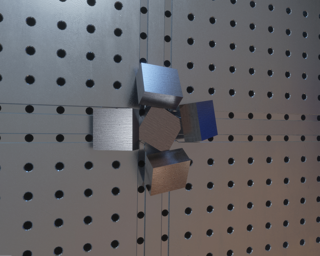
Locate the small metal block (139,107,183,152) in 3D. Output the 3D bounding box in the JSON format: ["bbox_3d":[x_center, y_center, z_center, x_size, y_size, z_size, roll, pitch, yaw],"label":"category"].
[{"bbox_3d":[-0.004,0.001,0.412,0.050,0.025,0.050,33,79,-18],"label":"small metal block"}]

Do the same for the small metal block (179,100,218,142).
[{"bbox_3d":[0.053,-0.010,0.421,0.050,0.025,0.050,-14,96,-55],"label":"small metal block"}]

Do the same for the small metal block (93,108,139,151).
[{"bbox_3d":[-0.054,0.002,0.381,0.050,0.025,0.050,0,90,14],"label":"small metal block"}]

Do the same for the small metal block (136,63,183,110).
[{"bbox_3d":[-0.002,-0.054,0.400,0.050,0.025,0.050,7,52,-20],"label":"small metal block"}]

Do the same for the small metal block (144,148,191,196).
[{"bbox_3d":[0.009,0.057,0.404,0.050,0.025,0.050,-10,129,-20],"label":"small metal block"}]
